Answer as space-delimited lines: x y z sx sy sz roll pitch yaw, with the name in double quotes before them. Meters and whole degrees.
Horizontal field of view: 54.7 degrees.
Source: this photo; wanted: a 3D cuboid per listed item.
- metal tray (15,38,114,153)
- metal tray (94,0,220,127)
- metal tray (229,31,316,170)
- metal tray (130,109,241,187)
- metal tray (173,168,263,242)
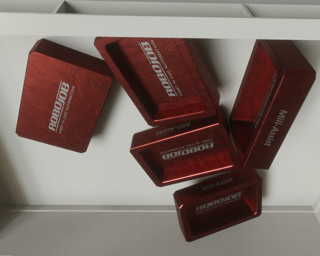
"metal tray" -0.117 -0.032 0.377 0.091 0.030 0.129 18 128 -15
"metal tray" 0.002 -0.061 0.339 0.090 0.030 0.130 -11 131 27
"metal tray" 0.115 -0.028 0.344 0.030 0.090 0.129 5 130 -5
"metal tray" 0.037 0.032 0.426 0.130 0.030 0.090 -17 129 20
"metal tray" 0.092 0.118 0.478 0.131 0.030 0.089 -17 125 -8
